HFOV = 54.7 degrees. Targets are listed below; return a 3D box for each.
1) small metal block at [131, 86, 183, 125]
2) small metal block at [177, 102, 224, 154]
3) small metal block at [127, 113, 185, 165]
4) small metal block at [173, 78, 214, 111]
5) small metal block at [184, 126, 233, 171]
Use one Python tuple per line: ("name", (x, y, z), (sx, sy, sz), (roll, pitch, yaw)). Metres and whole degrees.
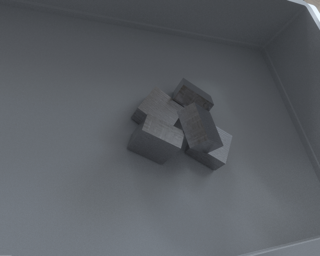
("small metal block", (-0.002, -0.020, 0.415), (0.050, 0.025, 0.050), (37, 51, -4))
("small metal block", (0.051, 0.001, 0.385), (0.050, 0.025, 0.050), (22, 45, -57))
("small metal block", (-0.006, 0.015, 0.376), (0.050, 0.050, 0.025), (26, 53, -13))
("small metal block", (0.047, -0.043, 0.443), (0.050, 0.025, 0.050), (32, 19, -8))
("small metal block", (0.068, 0.022, 0.428), (0.050, 0.025, 0.050), (31, 52, -9))
